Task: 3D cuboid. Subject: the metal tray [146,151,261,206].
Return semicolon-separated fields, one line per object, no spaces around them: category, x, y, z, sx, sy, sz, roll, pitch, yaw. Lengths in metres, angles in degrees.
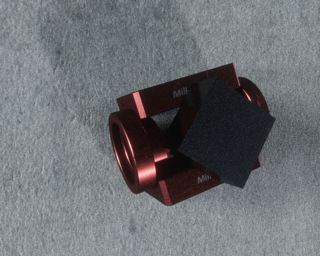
metal tray;0.047;0.051;0.393;0.131;0.090;0.030;-19;97;-19

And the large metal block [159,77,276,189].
large metal block;0.059;0.005;0.322;0.080;0.050;0.080;31;80;-18

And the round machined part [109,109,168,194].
round machined part;-0.024;0.024;0.363;0.042;0.098;0.097;-17;96;-20

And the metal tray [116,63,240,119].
metal tray;0.020;-0.044;0.385;0.131;0.090;0.030;-19;97;-19

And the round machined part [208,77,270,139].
round machined part;0.095;-0.015;0.407;0.042;0.098;0.097;-17;96;-20
